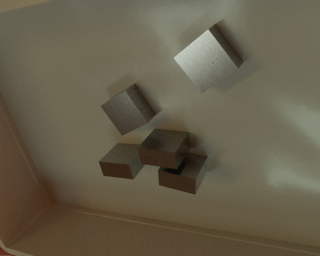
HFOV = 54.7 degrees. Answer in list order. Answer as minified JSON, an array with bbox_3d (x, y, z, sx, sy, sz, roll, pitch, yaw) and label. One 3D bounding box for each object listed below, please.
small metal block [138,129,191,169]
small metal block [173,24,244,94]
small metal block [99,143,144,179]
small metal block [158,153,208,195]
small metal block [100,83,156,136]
[{"bbox_3d":[0.007,0.026,0.404,0.050,0.050,0.025,6,121,25],"label":"small metal block"},{"bbox_3d":[0.052,-0.074,0.335,0.050,0.025,0.050,-33,100,38],"label":"small metal block"},{"bbox_3d":[-0.051,0.047,0.446,0.050,0.050,0.025,2,119,27],"label":"small metal block"},{"bbox_3d":[0.031,0.057,0.410,0.050,0.050,0.025,11,123,22],"label":"small metal block"},{"bbox_3d":[-0.043,-0.024,0.415,0.050,0.025,0.050,-25,105,36],"label":"small metal block"}]
